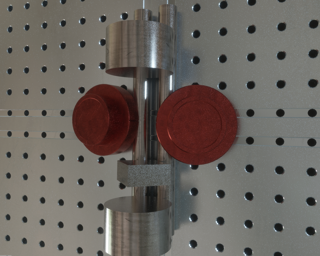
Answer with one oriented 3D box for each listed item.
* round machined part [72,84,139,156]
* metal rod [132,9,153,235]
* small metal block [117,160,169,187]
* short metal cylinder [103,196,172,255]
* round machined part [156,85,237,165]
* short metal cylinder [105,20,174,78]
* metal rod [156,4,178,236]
[{"bbox_3d":[-0.080,-0.011,0.418,0.098,0.042,0.097,0,90,34],"label":"round machined part"},{"bbox_3d":[-0.025,-0.008,0.420,0.025,0.025,0.298,1,90,20],"label":"metal rod"},{"bbox_3d":[-0.022,0.055,0.382,0.050,0.050,0.025,1,90,-22],"label":"small metal block"},{"bbox_3d":[-0.026,0.115,0.370,0.080,0.080,0.050,1,91,20],"label":"short metal cylinder"},{"bbox_3d":[0.044,-0.004,0.374,0.099,0.042,0.097,0,90,5],"label":"round machined part"},{"bbox_3d":[-0.024,-0.090,0.368,0.080,0.080,0.050,1,91,20],"label":"short metal cylinder"},{"bbox_3d":[0.009,-0.009,0.409,0.025,0.025,0.298,1,90,20],"label":"metal rod"}]
